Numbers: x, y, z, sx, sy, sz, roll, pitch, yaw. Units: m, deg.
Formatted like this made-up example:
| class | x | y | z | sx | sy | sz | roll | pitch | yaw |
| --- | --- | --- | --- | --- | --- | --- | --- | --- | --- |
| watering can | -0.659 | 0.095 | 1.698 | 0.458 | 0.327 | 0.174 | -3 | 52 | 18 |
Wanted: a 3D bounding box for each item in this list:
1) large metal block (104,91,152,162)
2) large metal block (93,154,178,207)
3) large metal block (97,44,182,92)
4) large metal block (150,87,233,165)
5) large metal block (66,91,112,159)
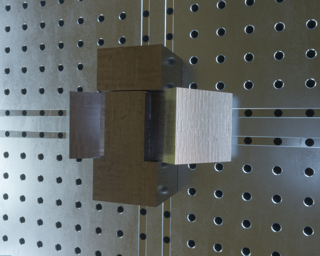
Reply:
| class | x | y | z | sx | sy | sz | roll | pitch | yaw |
| --- | --- | --- | --- | --- | --- | --- | --- | --- | --- |
| large metal block | -0.027 | -0.002 | 0.391 | 0.050 | 0.080 | 0.079 | 1 | 91 | 20 |
| large metal block | -0.028 | 0.061 | 0.391 | 0.080 | 0.080 | 0.050 | 1 | 91 | 19 |
| large metal block | -0.023 | -0.068 | 0.389 | 0.080 | 0.080 | 0.050 | 1 | 91 | 19 |
| large metal block | 0.037 | -0.002 | 0.361 | 0.050 | 0.081 | 0.079 | 1 | 90 | 57 |
| large metal block | -0.096 | -0.004 | 0.409 | 0.050 | 0.080 | 0.079 | 0 | 91 | -20 |
